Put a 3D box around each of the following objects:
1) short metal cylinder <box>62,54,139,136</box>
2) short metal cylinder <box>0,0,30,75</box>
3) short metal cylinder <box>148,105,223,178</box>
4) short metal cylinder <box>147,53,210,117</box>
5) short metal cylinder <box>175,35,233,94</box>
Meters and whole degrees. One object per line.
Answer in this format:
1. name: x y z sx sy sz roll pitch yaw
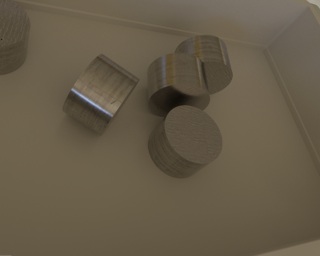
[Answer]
1. short metal cylinder: -0.067 -0.038 0.357 0.050 0.080 0.080 34 51 -6
2. short metal cylinder: -0.193 -0.107 0.351 0.081 0.050 0.080 14 56 -21
3. short metal cylinder: 0.032 0.018 0.395 0.081 0.050 0.080 14 56 -21
4. short metal cylinder: 0.024 -0.055 0.416 0.081 0.080 0.050 10 58 -23
5. short metal cylinder: 0.063 -0.091 0.459 0.081 0.080 0.050 9 58 -23
